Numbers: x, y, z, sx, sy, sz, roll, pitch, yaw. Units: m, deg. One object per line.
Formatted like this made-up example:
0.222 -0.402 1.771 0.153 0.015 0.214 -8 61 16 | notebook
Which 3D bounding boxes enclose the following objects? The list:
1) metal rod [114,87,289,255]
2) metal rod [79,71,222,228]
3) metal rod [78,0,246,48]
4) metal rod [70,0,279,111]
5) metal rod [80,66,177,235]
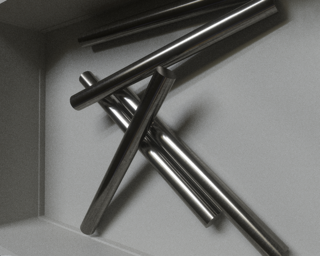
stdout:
0.029 0.034 0.381 0.300 0.025 0.025 46 117 30 | metal rod
-0.029 0.012 0.428 0.300 0.025 0.025 46 117 30 | metal rod
-0.007 -0.145 0.410 0.300 0.025 0.025 -1 90 39 | metal rod
-0.005 -0.083 0.388 0.300 0.025 0.025 -20 77 31 | metal rod
-0.055 0.050 0.422 0.025 0.025 0.298 48 126 29 | metal rod
